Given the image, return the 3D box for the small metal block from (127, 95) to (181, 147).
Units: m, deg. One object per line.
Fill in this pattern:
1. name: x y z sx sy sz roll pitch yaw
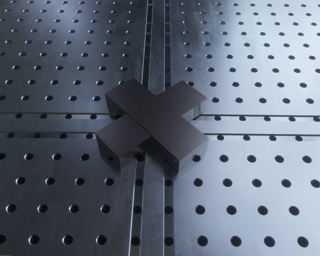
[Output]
1. small metal block: -0.008 -0.011 0.415 0.050 0.025 0.050 -34 58 -26

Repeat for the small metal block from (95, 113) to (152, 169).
1. small metal block: -0.046 0.016 0.394 0.050 0.025 0.050 -34 58 -26

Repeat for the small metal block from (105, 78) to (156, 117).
1. small metal block: -0.041 -0.039 0.440 0.050 0.025 0.050 -34 58 -25

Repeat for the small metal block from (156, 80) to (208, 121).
1. small metal block: 0.030 -0.035 0.437 0.050 0.025 0.050 -34 58 -26

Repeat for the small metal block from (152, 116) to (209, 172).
1. small metal block: 0.025 0.019 0.392 0.050 0.025 0.050 -34 58 -25
